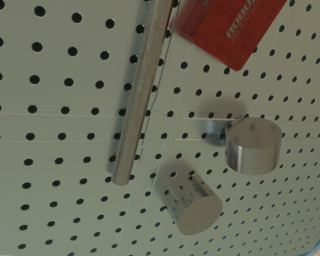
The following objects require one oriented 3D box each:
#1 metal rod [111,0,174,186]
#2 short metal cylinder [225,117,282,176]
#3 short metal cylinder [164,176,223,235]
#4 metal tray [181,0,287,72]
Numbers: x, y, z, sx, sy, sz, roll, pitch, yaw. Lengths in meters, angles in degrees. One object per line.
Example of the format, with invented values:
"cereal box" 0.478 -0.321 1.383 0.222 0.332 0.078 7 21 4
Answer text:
"metal rod" -0.019 -0.060 0.363 0.025 0.025 0.298 1 118 -29
"short metal cylinder" 0.139 0.026 0.467 0.081 0.080 0.050 -19 126 -17
"short metal cylinder" 0.054 0.125 0.502 0.081 0.050 0.079 -14 124 -21
"metal tray" 0.096 -0.144 0.371 0.091 0.030 0.129 22 107 -36
